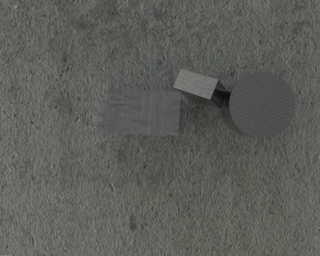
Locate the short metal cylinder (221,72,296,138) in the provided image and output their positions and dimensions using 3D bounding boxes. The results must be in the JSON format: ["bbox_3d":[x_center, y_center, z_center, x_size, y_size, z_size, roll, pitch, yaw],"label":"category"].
[{"bbox_3d":[0.124,-0.028,0.399,0.081,0.050,0.080,0,90,-1],"label":"short metal cylinder"}]

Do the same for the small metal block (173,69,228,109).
[{"bbox_3d":[0.052,-0.048,0.389,0.050,0.050,0.025,22,90,26],"label":"small metal block"}]

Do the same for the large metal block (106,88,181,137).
[{"bbox_3d":[-0.018,-0.017,0.382,0.081,0.080,0.050,3,90,0],"label":"large metal block"}]
